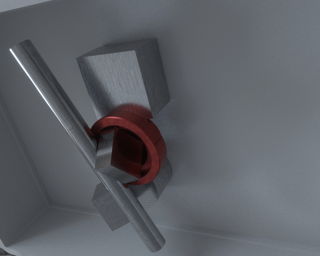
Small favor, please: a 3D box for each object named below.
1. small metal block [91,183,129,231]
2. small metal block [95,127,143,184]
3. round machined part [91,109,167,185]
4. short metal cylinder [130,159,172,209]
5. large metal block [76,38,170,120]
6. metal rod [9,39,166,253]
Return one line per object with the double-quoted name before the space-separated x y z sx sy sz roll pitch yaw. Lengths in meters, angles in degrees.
"small metal block" -0.065 0.101 0.418 0.025 0.050 0.050 -30 104 3
"small metal block" -0.048 0.033 0.373 0.025 0.050 0.050 -21 142 32
"round machined part" -0.036 0.020 0.388 0.098 0.042 0.097 13 124 20
"short metal cylinder" -0.029 0.070 0.449 0.080 0.050 0.079 13 124 20
"large metal block" -0.042 -0.057 0.374 0.080 0.050 0.080 0 119 28
"metal rod" -0.079 0.033 0.377 0.025 0.025 0.299 -21 108 35
